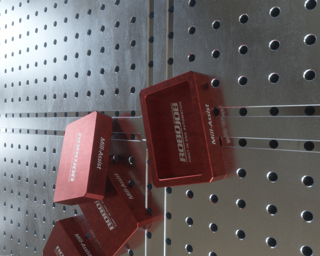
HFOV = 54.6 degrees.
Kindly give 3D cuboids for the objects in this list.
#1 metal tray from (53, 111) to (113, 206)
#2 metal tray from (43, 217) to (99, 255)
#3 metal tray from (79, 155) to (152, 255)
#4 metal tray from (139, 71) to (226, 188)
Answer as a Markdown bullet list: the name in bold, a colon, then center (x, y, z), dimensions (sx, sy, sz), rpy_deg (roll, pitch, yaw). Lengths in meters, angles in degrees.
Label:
- **metal tray**: center (-0.117, 0.047, 0.476), dimensions (0.090, 0.030, 0.130), rpy_deg (-20, 58, 40)
- **metal tray**: center (-0.147, 0.230, 0.529), dimensions (0.130, 0.030, 0.090), rpy_deg (42, 116, 32)
- **metal tray**: center (-0.077, 0.117, 0.471), dimensions (0.130, 0.030, 0.090), rpy_deg (51, 120, 27)
- **metal tray**: center (0.024, 0.005, 0.386), dimensions (0.090, 0.030, 0.129), rpy_deg (-15, 80, 39)
